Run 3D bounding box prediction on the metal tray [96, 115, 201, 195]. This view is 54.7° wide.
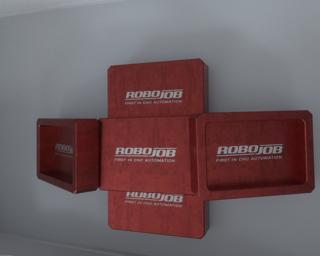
[{"bbox_3d":[-0.013,0.031,0.379,0.130,0.030,0.089,-1,90,19],"label":"metal tray"}]

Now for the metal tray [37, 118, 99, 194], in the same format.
[{"bbox_3d":[-0.129,0.032,0.419,0.130,0.030,0.089,2,92,49],"label":"metal tray"}]

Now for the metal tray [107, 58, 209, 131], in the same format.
[{"bbox_3d":[-0.004,-0.039,0.406,0.130,0.030,0.089,0,90,19],"label":"metal tray"}]

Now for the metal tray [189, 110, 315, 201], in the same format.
[{"bbox_3d":[0.100,0.027,0.338,0.131,0.030,0.089,-2,90,-10],"label":"metal tray"}]

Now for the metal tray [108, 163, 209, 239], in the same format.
[{"bbox_3d":[-0.003,0.090,0.406,0.130,0.030,0.089,0,90,19],"label":"metal tray"}]
